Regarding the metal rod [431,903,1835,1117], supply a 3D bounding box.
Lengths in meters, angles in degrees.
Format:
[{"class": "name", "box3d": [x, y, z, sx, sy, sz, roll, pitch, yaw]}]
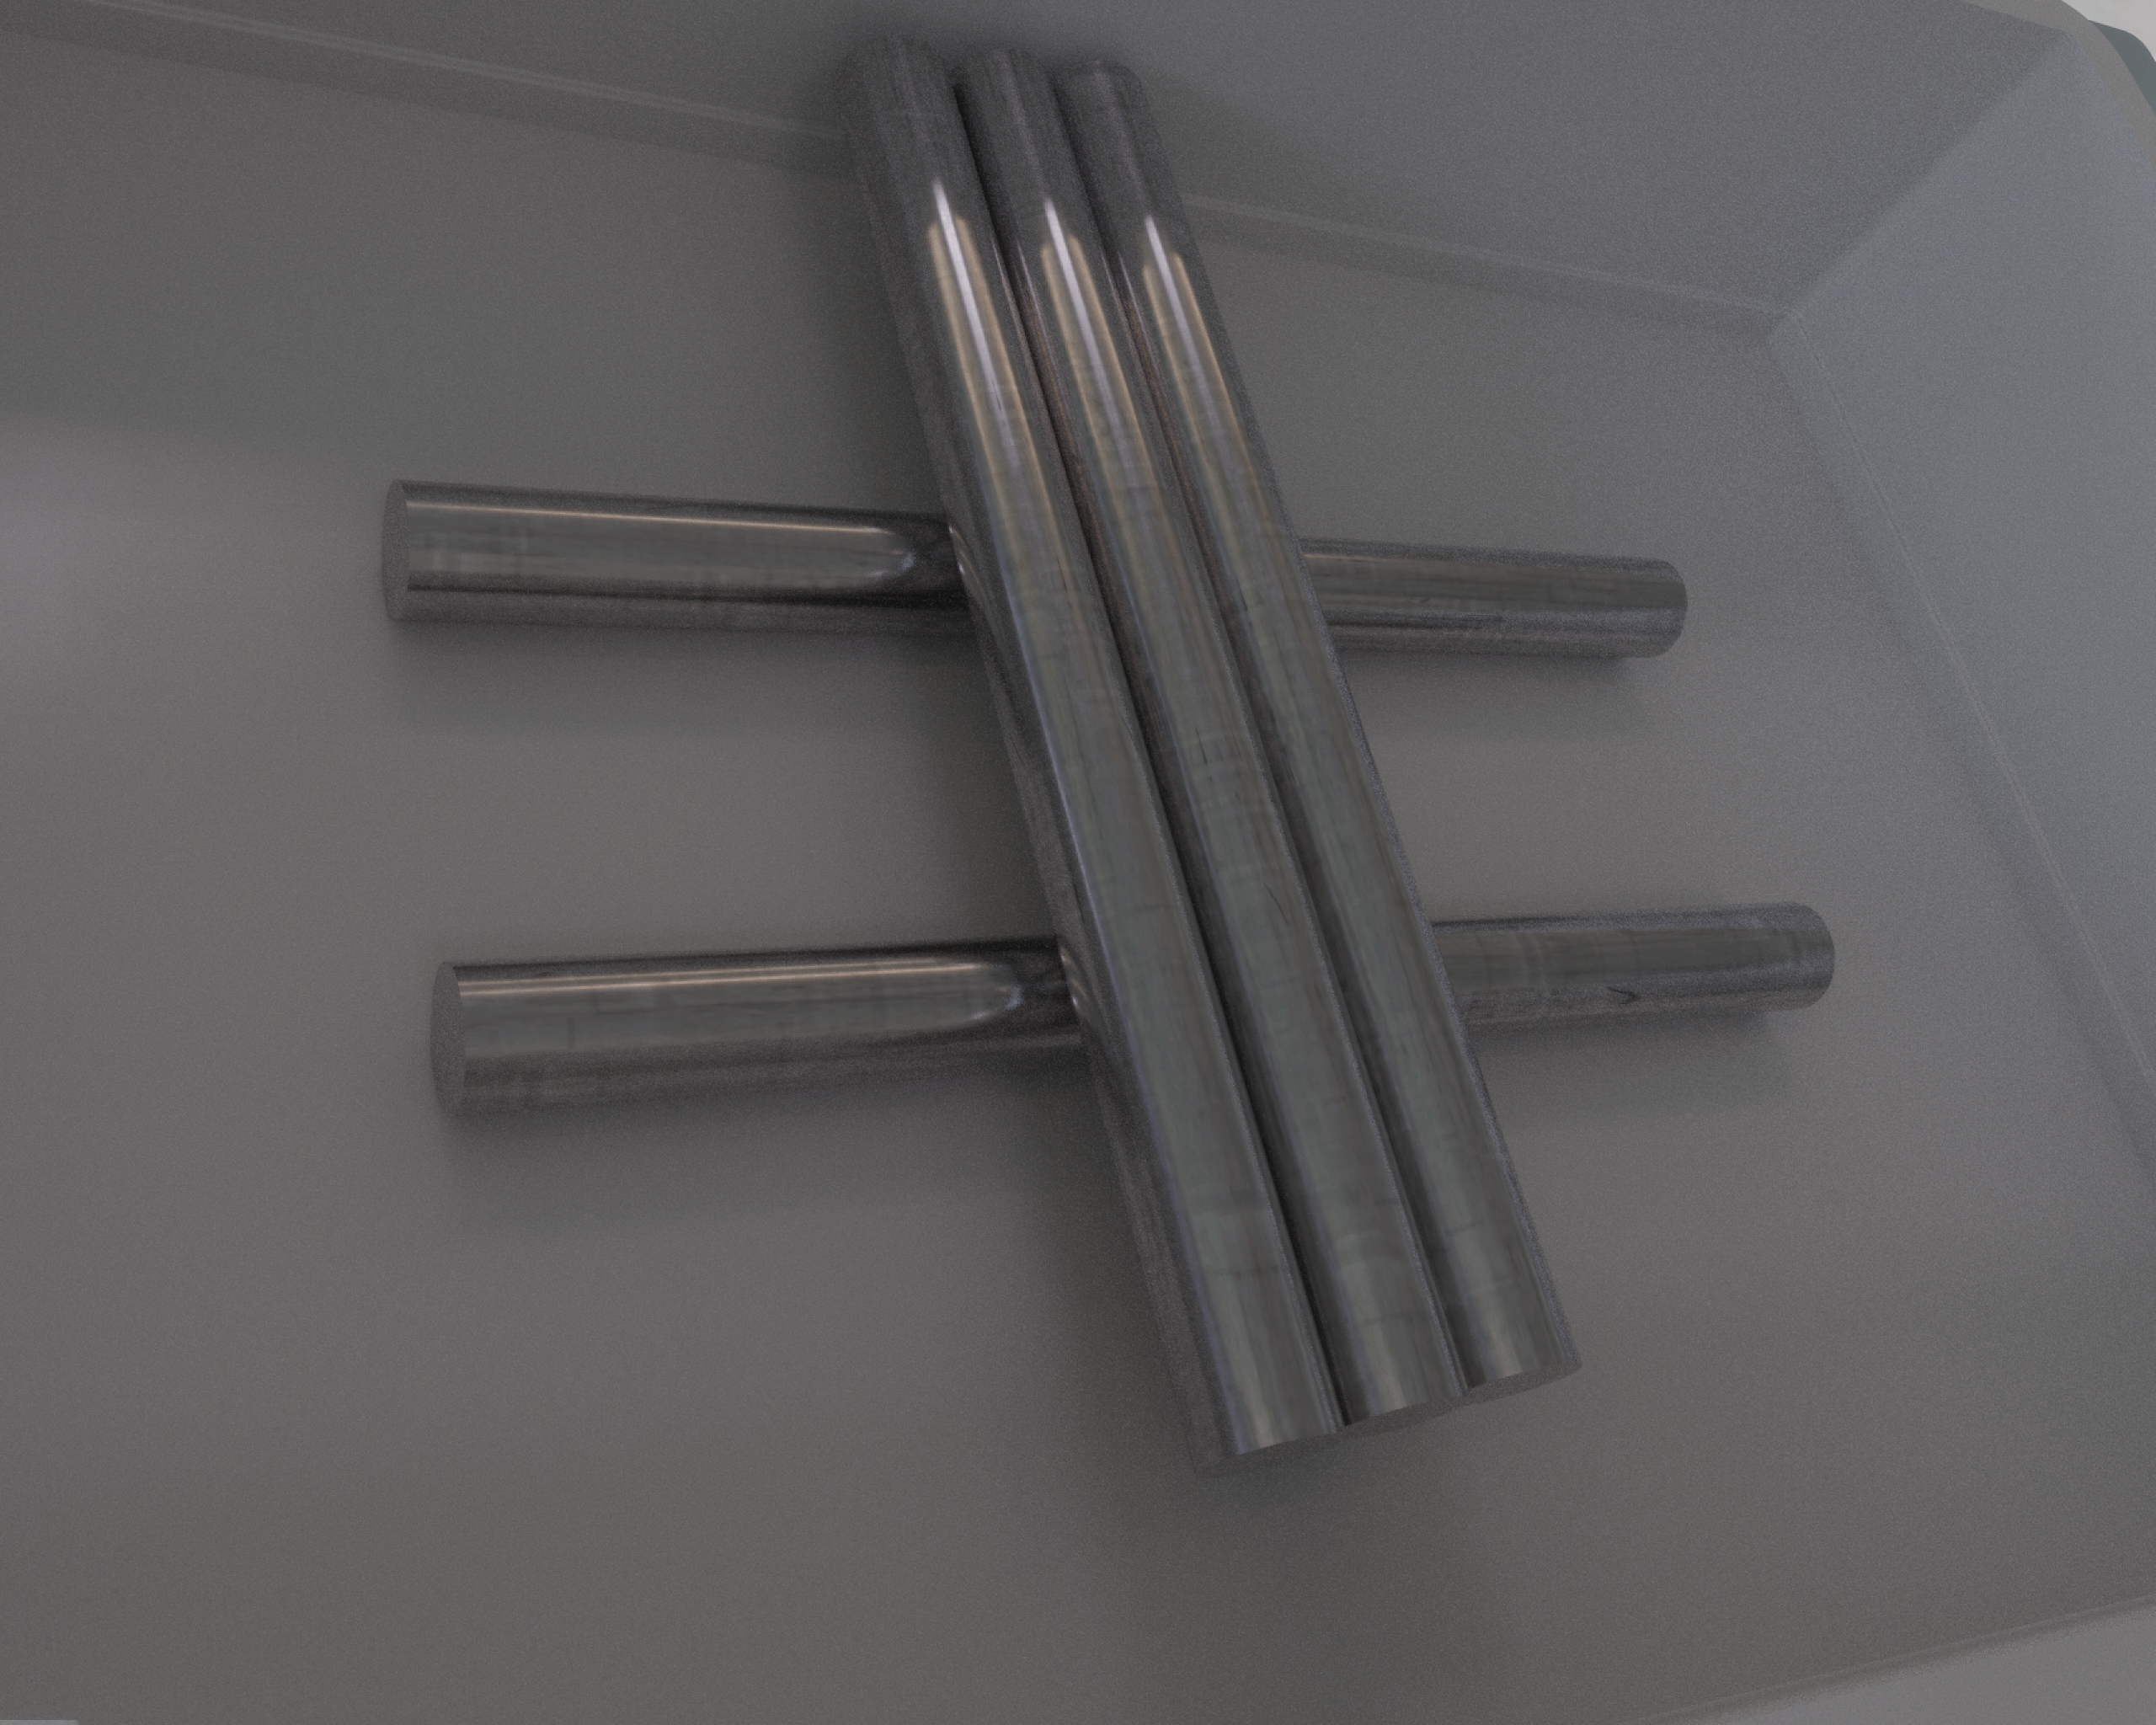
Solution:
[{"class": "metal rod", "box3d": [0.032, 0.025, 0.406, 0.303, 0.025, 0.025, -1, 63, -29]}]

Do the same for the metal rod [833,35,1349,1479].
[{"class": "metal rod", "box3d": [-0.005, -0.038, 0.391, 0.025, 0.025, 0.299, -1, 62, -29]}]

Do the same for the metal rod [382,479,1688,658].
[{"class": "metal rod", "box3d": [0.010, -0.060, 0.446, 0.303, 0.025, 0.025, -2, 63, -29]}]

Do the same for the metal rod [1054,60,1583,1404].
[{"class": "metal rod", "box3d": [0.038, -0.042, 0.417, 0.025, 0.025, 0.299, -1, 62, -29]}]

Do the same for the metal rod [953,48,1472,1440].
[{"class": "metal rod", "box3d": [0.017, -0.040, 0.404, 0.025, 0.025, 0.299, -1, 62, -29]}]
